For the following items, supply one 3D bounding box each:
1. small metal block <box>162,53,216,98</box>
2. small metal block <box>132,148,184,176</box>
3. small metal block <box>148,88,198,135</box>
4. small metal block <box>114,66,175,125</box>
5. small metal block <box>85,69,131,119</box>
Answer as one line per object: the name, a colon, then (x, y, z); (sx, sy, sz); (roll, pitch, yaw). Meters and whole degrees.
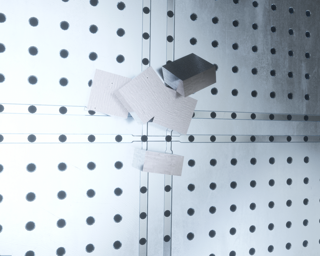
small metal block: (0.038, -0.071, 0.410); (0.050, 0.050, 0.025); (-27, 133, -18)
small metal block: (-0.004, 0.043, 0.398); (0.050, 0.050, 0.025); (10, 87, -20)
small metal block: (0.016, -0.023, 0.418); (0.050, 0.025, 0.050); (21, 83, -19)
small metal block: (-0.019, -0.039, 0.379); (0.050, 0.025, 0.050); (-40, 103, -16)
small metal block: (-0.063, -0.042, 0.389); (0.050, 0.025, 0.050); (13, 86, -20)
